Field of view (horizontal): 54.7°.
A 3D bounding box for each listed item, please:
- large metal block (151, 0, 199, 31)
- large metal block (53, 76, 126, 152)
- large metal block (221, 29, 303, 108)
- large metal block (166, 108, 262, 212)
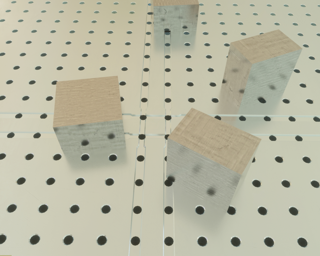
[{"bbox_3d":[0.025,-0.229,0.584,0.081,0.050,0.080,-4,50,-4],"label":"large metal block"},{"bbox_3d":[-0.091,-0.020,0.407,0.081,0.050,0.080,-7,50,-6],"label":"large metal block"},{"bbox_3d":[0.142,-0.085,0.445,0.081,0.080,0.050,-19,53,-16],"label":"large metal block"},{"bbox_3d":[0.055,0.036,0.343,0.080,0.080,0.050,27,55,20],"label":"large metal block"}]
